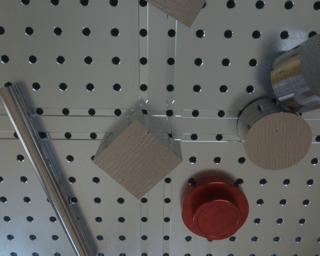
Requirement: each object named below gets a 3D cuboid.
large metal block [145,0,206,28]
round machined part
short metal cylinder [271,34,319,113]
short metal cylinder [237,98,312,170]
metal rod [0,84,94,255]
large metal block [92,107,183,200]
[{"bbox_3d":[0.018,-0.167,0.338,0.080,0.050,0.080,29,108,-10],"label":"large metal block"},{"bbox_3d":[0.080,0.122,0.450,0.099,0.042,0.097,0,110,0],"label":"round machined part"},{"bbox_3d":[0.179,-0.061,0.360,0.081,0.050,0.080,3,80,-16],"label":"short metal cylinder"},{"bbox_3d":[0.145,0.007,0.400,0.080,0.050,0.079,1,115,2],"label":"short metal cylinder"},{"bbox_3d":[-0.154,0.082,0.442,0.025,0.025,0.298,-15,110,5],"label":"metal rod"},{"bbox_3d":[-0.028,0.033,0.412,0.080,0.050,0.080,-43,105,14],"label":"large metal block"}]
